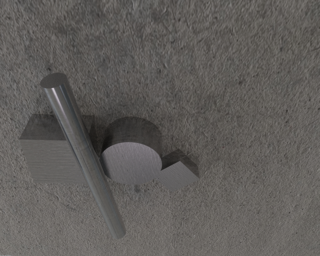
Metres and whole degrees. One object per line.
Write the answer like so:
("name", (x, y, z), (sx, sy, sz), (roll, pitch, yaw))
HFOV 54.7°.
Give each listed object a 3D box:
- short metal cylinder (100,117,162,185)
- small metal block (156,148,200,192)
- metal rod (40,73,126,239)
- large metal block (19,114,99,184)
("short metal cylinder", (-0.038, 0.031, 0.417), (0.081, 0.050, 0.079), (0, 130, 0))
("small metal block", (0.023, 0.064, 0.462), (0.050, 0.025, 0.050), (-31, 124, 23))
("metal rod", (-0.083, 0.061, 0.394), (0.025, 0.025, 0.298), (-5, 134, 4))
("large metal block", (-0.129, 0.029, 0.414), (0.081, 0.050, 0.079), (1, 130, -2))
